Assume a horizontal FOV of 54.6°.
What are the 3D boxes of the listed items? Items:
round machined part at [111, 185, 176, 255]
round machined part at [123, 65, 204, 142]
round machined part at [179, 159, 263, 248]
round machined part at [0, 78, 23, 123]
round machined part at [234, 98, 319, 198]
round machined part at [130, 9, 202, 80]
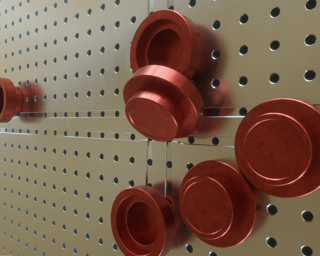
[{"bbox_3d":[-0.017,0.125,0.414,0.098,0.042,0.097,0,90,40],"label":"round machined part"},{"bbox_3d":[-0.002,-0.022,0.366,0.098,0.042,0.098,20,142,17],"label":"round machined part"},{"bbox_3d":[0.060,0.085,0.349,0.098,0.042,0.097,0,90,40],"label":"round machined part"},{"bbox_3d":[-0.337,-0.060,0.680,0.098,0.042,0.097,0,90,40],"label":"round machined part"},{"bbox_3d":[0.117,0.020,0.302,0.098,0.042,0.097,0,90,40],"label":"round machined part"},{"bbox_3d":[0.011,-0.094,0.390,0.098,0.042,0.097,0,90,40],"label":"round machined part"}]
